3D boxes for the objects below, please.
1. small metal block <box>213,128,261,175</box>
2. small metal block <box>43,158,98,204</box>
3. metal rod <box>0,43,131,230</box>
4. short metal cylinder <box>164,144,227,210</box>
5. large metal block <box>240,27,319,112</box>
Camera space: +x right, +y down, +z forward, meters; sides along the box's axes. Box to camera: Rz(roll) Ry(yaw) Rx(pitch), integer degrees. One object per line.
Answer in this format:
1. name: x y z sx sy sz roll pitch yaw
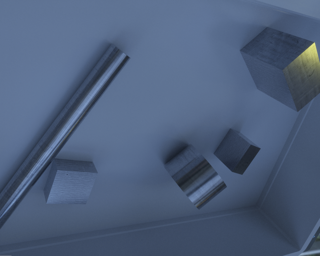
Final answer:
1. small metal block: 0.119 0.036 0.482 0.025 0.050 0.050 20 108 -36
2. small metal block: -0.113 0.068 0.390 0.050 0.025 0.050 10 113 -33
3. metal rod: -0.135 0.032 0.355 0.025 0.025 0.299 33 100 -39
4. short metal cylinder: 0.050 0.069 0.445 0.050 0.080 0.080 -39 130 -2
5. large metal block: 0.165 -0.079 0.416 0.050 0.080 0.080 -41 130 0
